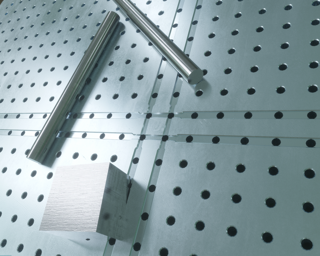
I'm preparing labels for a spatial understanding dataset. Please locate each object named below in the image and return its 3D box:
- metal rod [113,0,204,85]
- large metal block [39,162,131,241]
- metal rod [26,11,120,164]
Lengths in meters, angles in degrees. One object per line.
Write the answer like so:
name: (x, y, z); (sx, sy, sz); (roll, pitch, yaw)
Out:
metal rod: (-0.018, -0.166, 0.517); (0.025, 0.025, 0.300); (-37, 51, 3)
large metal block: (-0.090, 0.091, 0.382); (0.080, 0.050, 0.080); (-7, 59, 24)
metal rod: (-0.140, -0.080, 0.528); (0.025, 0.025, 0.300); (10, 66, 32)
